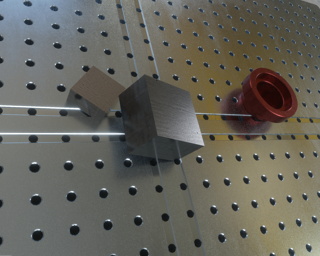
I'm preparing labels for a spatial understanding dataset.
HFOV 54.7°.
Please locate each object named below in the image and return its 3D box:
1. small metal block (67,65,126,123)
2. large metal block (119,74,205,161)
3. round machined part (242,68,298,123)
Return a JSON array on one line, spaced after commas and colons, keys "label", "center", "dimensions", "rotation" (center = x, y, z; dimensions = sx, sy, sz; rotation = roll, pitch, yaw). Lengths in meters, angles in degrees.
[{"label": "small metal block", "center": [-0.080, -0.043, 0.391], "dimensions": [0.050, 0.025, 0.050], "rotation": [35, 51, -5]}, {"label": "large metal block", "center": [0.001, -0.009, 0.384], "dimensions": [0.081, 0.050, 0.080], "rotation": [14, 54, -43]}, {"label": "round machined part", "center": [0.179, -0.050, 0.524], "dimensions": [0.099, 0.042, 0.098], "rotation": [14, 56, -21]}]
